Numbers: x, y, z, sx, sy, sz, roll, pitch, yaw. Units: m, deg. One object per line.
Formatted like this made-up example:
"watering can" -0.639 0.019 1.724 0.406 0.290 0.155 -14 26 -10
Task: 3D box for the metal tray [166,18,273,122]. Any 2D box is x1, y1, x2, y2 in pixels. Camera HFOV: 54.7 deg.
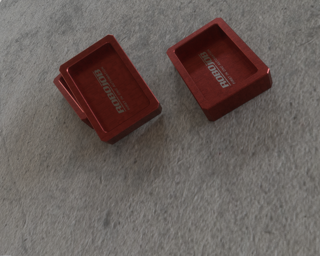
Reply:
"metal tray" 0.073 -0.081 0.411 0.090 0.030 0.130 -31 52 7

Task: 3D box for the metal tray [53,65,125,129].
"metal tray" -0.108 -0.068 0.497 0.090 0.030 0.130 -43 51 -2

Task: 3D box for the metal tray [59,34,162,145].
"metal tray" -0.069 -0.054 0.430 0.090 0.030 0.130 -33 76 0
